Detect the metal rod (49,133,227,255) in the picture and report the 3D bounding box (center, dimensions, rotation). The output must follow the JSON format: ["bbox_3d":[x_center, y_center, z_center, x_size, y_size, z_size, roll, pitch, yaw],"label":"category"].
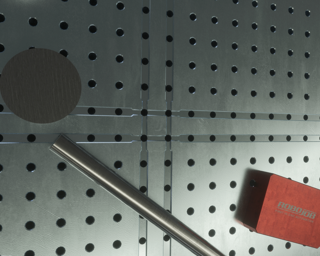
[{"bbox_3d":[-0.013,0.108,0.407,0.300,0.025,0.025,40,77,-16],"label":"metal rod"}]

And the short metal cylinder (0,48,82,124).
[{"bbox_3d":[-0.133,-0.045,0.350,0.081,0.050,0.080,0,90,-20],"label":"short metal cylinder"}]

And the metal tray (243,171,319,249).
[{"bbox_3d":[0.202,0.128,0.485,0.131,0.030,0.090,20,83,-19],"label":"metal tray"}]
